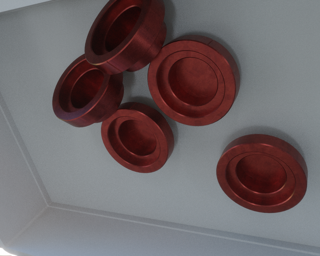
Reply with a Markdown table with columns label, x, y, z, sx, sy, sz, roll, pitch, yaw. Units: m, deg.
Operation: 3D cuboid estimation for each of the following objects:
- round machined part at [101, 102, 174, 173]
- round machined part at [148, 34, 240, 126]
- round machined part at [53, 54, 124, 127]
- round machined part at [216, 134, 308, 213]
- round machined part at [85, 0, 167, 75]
| label | x | y | z | sx | sy | sz | roll | pitch | yaw |
| --- | --- | --- | --- | --- | --- | --- | --- | --- | --- |
| round machined part | -0.026 | 0.009 | 0.415 | 0.098 | 0.042 | 0.097 | 13 | 124 | 20 |
| round machined part | 0.039 | -0.054 | 0.342 | 0.098 | 0.042 | 0.097 | 13 | 124 | 20 |
| round machined part | -0.084 | -0.045 | 0.389 | 0.098 | 0.098 | 0.042 | -9 | 152 | 31 |
| round machined part | 0.120 | 0.049 | 0.364 | 0.098 | 0.042 | 0.097 | 13 | 124 | 20 |
| round machined part | -0.032 | -0.099 | 0.328 | 0.098 | 0.098 | 0.042 | -20 | 144 | 35 |
